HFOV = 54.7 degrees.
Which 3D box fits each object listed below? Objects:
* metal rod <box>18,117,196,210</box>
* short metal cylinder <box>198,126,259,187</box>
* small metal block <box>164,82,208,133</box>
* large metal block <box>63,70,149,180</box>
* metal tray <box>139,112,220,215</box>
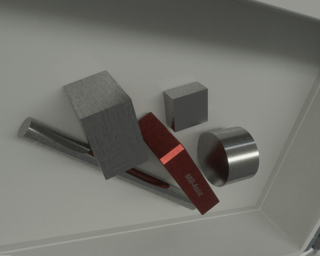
[{"bbox_3d":[-0.044,0.062,0.422,0.301,0.025,0.025,32,100,-39],"label":"metal rod"},{"bbox_3d":[0.097,0.041,0.452,0.050,0.080,0.079,-11,123,-22],"label":"short metal cylinder"},{"bbox_3d":[0.035,-0.028,0.409,0.050,0.025,0.050,-19,126,-18],"label":"small metal block"},{"bbox_3d":[-0.059,-0.005,0.337,0.050,0.080,0.080,-24,128,-14],"label":"large metal block"},{"bbox_3d":[0.022,0.048,0.407,0.030,0.090,0.130,-38,130,-4],"label":"metal tray"}]
